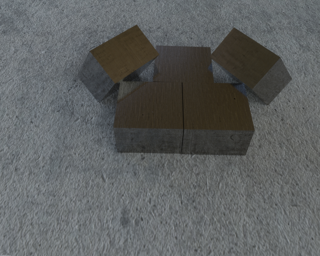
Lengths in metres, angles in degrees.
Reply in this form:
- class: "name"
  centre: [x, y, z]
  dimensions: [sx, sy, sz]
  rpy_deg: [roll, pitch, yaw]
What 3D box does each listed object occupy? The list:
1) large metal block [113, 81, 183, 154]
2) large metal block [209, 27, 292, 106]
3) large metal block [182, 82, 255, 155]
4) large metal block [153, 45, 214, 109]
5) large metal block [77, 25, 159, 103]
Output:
- class: "large metal block"
  centre: [-0.013, -0.014, 0.400]
  dimensions: [0.081, 0.050, 0.080]
  rpy_deg: [1, 50, 0]
- class: "large metal block"
  centre: [0.128, -0.084, 0.433]
  dimensions: [0.050, 0.080, 0.080]
  rpy_deg: [-50, 58, 12]
- class: "large metal block"
  centre: [0.069, -0.013, 0.397]
  dimensions: [0.081, 0.050, 0.080]
  rpy_deg: [1, 50, 0]
- class: "large metal block"
  centre: [0.032, -0.075, 0.452]
  dimensions: [0.081, 0.050, 0.080]
  rpy_deg: [2, 50, 1]
- class: "large metal block"
  centre: [-0.060, -0.087, 0.433]
  dimensions: [0.080, 0.080, 0.050]
  rpy_deg: [-40, 95, -28]
